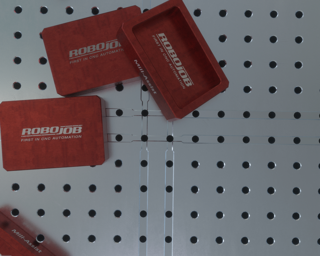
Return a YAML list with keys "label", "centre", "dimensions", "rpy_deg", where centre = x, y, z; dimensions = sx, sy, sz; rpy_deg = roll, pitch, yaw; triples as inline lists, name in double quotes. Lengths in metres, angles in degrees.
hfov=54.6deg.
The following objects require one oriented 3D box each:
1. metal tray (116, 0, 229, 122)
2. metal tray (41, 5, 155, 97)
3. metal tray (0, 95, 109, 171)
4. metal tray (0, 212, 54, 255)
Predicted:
- label: "metal tray"
  centre: [0.018, -0.085, 0.388]
  dimensions: [0.090, 0.030, 0.130]
  rpy_deg: [-34, 97, -21]
- label: "metal tray"
  centre: [-0.078, -0.099, 0.410]
  dimensions: [0.131, 0.030, 0.090]
  rpy_deg: [-14, 90, 0]
- label: "metal tray"
  centre: [-0.138, 0.007, 0.410]
  dimensions: [0.131, 0.030, 0.090]
  rpy_deg: [-4, 90, 0]
- label: "metal tray"
  centre: [-0.204, 0.184, 0.409]
  dimensions: [0.130, 0.030, 0.090]
  rpy_deg: [39, 90, 0]
